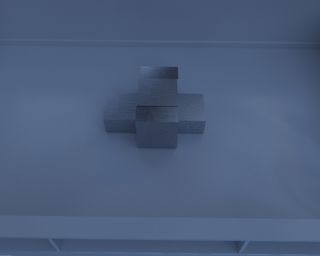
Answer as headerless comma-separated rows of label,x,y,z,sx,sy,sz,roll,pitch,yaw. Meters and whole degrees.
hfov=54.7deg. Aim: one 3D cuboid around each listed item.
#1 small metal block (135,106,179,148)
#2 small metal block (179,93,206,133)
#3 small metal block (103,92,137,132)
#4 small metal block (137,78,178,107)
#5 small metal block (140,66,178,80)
small metal block,-0.003,-0.001,0.385,0.050,0.050,0.025,1,50,0
small metal block,0.034,-0.020,0.420,0.050,0.025,0.050,1,50,0
small metal block,-0.047,-0.022,0.420,0.050,0.025,0.050,1,50,0
small metal block,-0.003,-0.038,0.401,0.050,0.025,0.050,1,50,0
small metal block,-0.001,-0.059,0.435,0.050,0.050,0.025,1,50,0
